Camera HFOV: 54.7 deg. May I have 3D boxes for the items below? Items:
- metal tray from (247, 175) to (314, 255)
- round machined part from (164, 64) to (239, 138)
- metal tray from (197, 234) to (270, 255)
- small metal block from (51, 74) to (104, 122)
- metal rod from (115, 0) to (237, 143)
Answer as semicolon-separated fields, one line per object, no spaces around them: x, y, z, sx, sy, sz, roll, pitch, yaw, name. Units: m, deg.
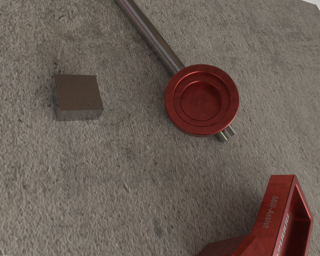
0.150;0.131;0.376;0.090;0.030;0.131;59;46;-24;metal tray
0.056;-0.035;0.427;0.099;0.042;0.098;0;79;1;round machined part
0.100;0.174;0.310;0.030;0.090;0.130;-33;81;-33;metal tray
-0.100;-0.037;0.373;0.050;0.025;0.050;-3;63;-30;small metal block
0.015;-0.105;0.477;0.025;0.025;0.299;-28;77;-37;metal rod
